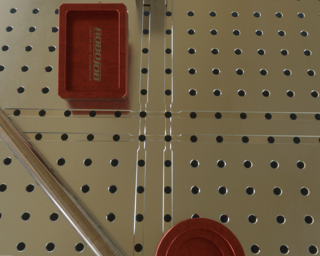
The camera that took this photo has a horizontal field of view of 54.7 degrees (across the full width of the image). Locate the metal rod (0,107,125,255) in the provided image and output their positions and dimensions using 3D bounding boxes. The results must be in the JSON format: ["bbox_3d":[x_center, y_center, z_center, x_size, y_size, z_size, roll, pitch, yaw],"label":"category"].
[{"bbox_3d":[-0.124,0.081,0.380,0.025,0.025,0.300,-41,76,-14],"label":"metal rod"}]

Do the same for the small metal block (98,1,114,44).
[{"bbox_3d":[-0.084,-0.155,0.467,0.050,0.025,0.050,32,73,10],"label":"small metal block"}]

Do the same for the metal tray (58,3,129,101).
[{"bbox_3d":[-0.090,-0.103,0.427,0.091,0.030,0.129,0,86,-1],"label":"metal tray"}]

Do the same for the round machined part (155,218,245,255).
[{"bbox_3d":[0.043,0.153,0.347,0.099,0.042,0.098,0,70,-1],"label":"round machined part"}]

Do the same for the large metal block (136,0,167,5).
[{"bbox_3d":[-0.013,-0.249,0.474,0.050,0.080,0.080,1,70,0],"label":"large metal block"}]
